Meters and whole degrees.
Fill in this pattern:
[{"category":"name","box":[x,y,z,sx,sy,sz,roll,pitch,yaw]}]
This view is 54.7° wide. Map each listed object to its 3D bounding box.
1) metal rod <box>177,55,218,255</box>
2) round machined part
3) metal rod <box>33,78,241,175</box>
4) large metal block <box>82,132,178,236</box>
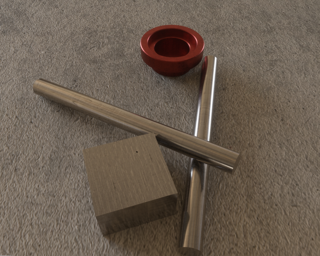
[{"category":"metal rod","box":[0.054,0.008,0.397,0.025,0.025,0.300,8,50,6]},{"category":"round machined part","box":[0.019,-0.119,0.492,0.099,0.042,0.098,0,50,0]},{"category":"metal rod","box":[-0.046,-0.011,0.392,0.301,0.025,0.025,21,53,24]},{"category":"large metal block","box":[-0.033,0.059,0.337,0.081,0.050,0.080,-14,52,-12]}]
